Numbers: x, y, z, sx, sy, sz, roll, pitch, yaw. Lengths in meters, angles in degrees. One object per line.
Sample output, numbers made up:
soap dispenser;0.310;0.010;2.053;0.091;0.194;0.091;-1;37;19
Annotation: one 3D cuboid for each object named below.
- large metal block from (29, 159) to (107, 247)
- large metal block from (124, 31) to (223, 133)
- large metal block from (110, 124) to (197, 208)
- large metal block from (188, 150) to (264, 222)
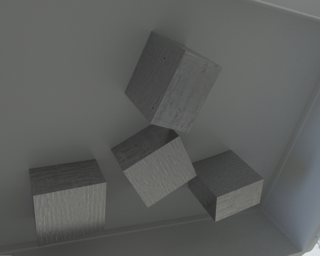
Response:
large metal block;-0.115;0.091;0.386;0.081;0.050;0.079;-7;122;-25
large metal block;0.011;-0.052;0.346;0.050;0.080;0.080;14;111;-34
large metal block;-0.007;0.047;0.417;0.080;0.050;0.080;-32;129;-8
large metal block;0.099;0.086;0.480;0.081;0.080;0.050;-16;125;-19
